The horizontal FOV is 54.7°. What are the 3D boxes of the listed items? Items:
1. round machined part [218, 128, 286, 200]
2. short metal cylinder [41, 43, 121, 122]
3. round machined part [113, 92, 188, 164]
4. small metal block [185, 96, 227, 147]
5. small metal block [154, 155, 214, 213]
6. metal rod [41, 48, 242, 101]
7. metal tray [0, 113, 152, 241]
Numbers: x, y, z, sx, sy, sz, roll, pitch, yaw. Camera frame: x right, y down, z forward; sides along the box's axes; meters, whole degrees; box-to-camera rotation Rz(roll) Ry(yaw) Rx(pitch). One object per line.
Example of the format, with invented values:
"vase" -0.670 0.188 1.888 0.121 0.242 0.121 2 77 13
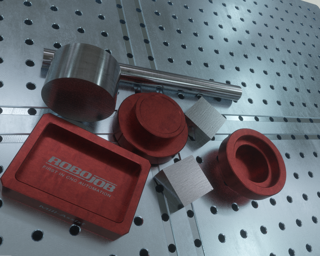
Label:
"round machined part" 0.122 0.053 0.430 0.099 0.042 0.098 14 56 -21
"short metal cylinder" -0.088 -0.050 0.355 0.081 0.080 0.050 16 55 -19
"round machined part" -0.007 -0.007 0.397 0.099 0.042 0.098 14 53 -20
"small metal block" 0.060 -0.010 0.447 0.050 0.025 0.050 44 51 2
"small metal block" 0.029 0.068 0.382 0.050 0.025 0.050 -21 73 -36
"metal rod" -0.009 -0.072 0.446 0.302 0.025 0.025 6 59 -25
"metal tray" -0.083 0.051 0.328 0.131 0.030 0.090 27 53 -11
